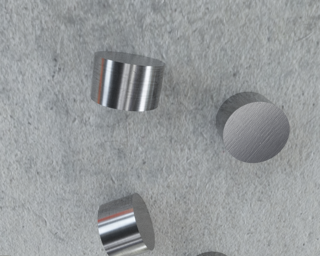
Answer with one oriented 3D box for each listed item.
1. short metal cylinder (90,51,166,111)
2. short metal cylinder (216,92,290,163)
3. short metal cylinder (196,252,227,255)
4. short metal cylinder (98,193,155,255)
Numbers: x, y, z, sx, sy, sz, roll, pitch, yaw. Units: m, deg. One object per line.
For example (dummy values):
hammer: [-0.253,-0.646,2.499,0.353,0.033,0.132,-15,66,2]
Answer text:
short metal cylinder: [-0.038,-0.056,0.359,0.081,0.080,0.050,9,110,-4]
short metal cylinder: [0.116,-0.002,0.397,0.081,0.050,0.079,0,110,-1]
short metal cylinder: [0.084,0.245,0.488,0.081,0.050,0.079,0,110,-1]
short metal cylinder: [-0.045,0.137,0.430,0.050,0.080,0.080,-20,109,7]
